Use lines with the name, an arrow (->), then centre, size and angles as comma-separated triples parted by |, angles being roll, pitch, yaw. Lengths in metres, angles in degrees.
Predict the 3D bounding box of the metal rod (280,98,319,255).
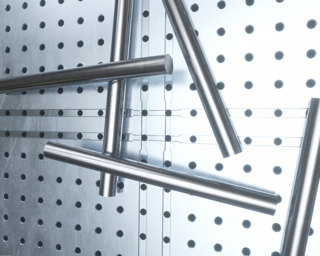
metal rod -> 0.159, 0.115, 0.356 | 0.025, 0.025, 0.298 | 11, 93, 19

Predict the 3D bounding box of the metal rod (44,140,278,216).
metal rod -> -0.009, 0.060, 0.396 | 0.301, 0.025, 0.025 | 12, 94, 12

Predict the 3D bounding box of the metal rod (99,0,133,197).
metal rod -> -0.060, -0.054, 0.432 | 0.025, 0.025, 0.298 | 6, 92, 19

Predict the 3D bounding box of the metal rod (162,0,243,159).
metal rod -> 0.038, -0.106, 0.398 | 0.025, 0.025, 0.299 | -23, 83, 18

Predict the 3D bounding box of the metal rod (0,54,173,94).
metal rod -> -0.124, -0.072, 0.435 | 0.301, 0.025, 0.025 | -2, 90, 26
